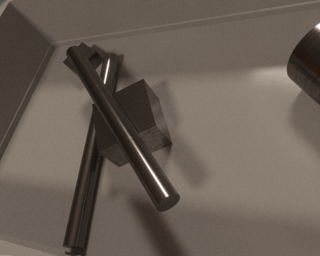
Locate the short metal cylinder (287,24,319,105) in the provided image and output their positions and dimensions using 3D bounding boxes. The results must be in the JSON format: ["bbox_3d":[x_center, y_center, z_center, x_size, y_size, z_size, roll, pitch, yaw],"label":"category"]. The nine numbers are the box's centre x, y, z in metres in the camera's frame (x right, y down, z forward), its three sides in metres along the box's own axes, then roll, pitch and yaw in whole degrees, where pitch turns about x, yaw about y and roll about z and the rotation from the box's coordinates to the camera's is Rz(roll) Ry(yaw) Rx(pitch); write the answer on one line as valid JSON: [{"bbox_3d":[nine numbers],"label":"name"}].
[{"bbox_3d":[0.180,-0.065,0.316,0.080,0.080,0.050,-34,52,6],"label":"short metal cylinder"}]

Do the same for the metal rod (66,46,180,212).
[{"bbox_3d":[-0.062,-0.023,0.386,0.025,0.025,0.300,-39,51,2],"label":"metal rod"}]

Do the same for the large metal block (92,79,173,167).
[{"bbox_3d":[-0.038,-0.006,0.412,0.080,0.050,0.080,-25,53,12],"label":"large metal block"}]

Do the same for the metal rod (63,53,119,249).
[{"bbox_3d":[-0.092,0.013,0.444,0.025,0.025,0.299,-9,58,23],"label":"metal rod"}]

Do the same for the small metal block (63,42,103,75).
[{"bbox_3d":[-0.135,-0.118,0.547,0.050,0.025,0.050,-48,52,-6],"label":"small metal block"}]
